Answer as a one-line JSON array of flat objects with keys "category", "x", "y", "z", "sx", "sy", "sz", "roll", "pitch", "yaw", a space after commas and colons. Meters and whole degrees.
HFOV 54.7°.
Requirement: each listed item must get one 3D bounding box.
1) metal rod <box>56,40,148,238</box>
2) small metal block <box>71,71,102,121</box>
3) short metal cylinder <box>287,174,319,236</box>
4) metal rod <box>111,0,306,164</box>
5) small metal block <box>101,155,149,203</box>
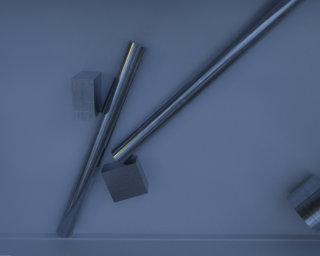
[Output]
[{"category": "metal rod", "x": -0.085, "y": 0.027, "z": 0.420, "sx": 0.025, "sy": 0.025, "sz": 0.298, "roll": 22, "pitch": 108, "yaw": -8}, {"category": "small metal block", "x": -0.089, "y": -0.041, "z": 0.382, "sx": 0.025, "sy": 0.050, "sz": 0.050, "roll": 2, "pitch": 110, "yaw": -1}, {"category": "short metal cylinder", "x": 0.224, "y": 0.110, "z": 0.426, "sx": 0.080, "sy": 0.080, "sz": 0.050, "roll": 40, "pitch": 105, "yaw": -14}, {"category": "metal rod", "x": 0.051, "y": -0.058, "z": 0.390, "sx": 0.299, "sy": 0.025, "sz": 0.025, "roll": -42, "pitch": 105, "yaw": 13}, {"category": "small metal block", "x": -0.048, "y": 0.072, "z": 0.437, "sx": 0.050, "sy": 0.025, "sz": 0.050, "roll": -17, "pitch": 110, "yaw": 6}]
